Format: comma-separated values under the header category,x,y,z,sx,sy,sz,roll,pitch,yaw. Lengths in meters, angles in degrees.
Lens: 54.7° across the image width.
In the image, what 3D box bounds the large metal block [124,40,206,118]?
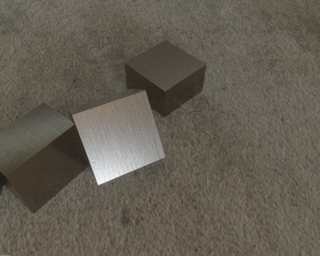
category,x,y,z,sx,sy,sz,roll,pitch,yaw
large metal block,0.007,-0.074,0.449,0.080,0.050,0.080,-36,59,-27

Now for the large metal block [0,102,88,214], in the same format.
category,x,y,z,sx,sy,sz,roll,pitch,yaw
large metal block,-0.132,0.033,0.338,0.050,0.080,0.080,32,57,24

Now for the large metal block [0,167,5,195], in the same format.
category,x,y,z,sx,sy,sz,roll,pitch,yaw
large metal block,-0.207,0.040,0.331,0.050,0.080,0.080,-1,50,-2

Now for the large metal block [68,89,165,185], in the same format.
category,x,y,z,sx,sy,sz,roll,pitch,yaw
large metal block,-0.050,0.006,0.353,0.081,0.080,0.050,-21,16,-17
